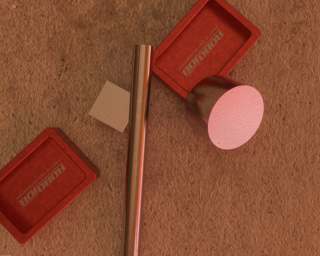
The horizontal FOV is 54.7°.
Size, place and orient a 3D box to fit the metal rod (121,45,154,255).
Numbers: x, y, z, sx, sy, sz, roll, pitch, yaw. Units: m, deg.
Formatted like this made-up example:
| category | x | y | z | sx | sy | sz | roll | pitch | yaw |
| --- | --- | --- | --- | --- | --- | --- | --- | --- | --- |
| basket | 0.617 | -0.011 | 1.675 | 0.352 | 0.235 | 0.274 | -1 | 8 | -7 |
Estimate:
| category | x | y | z | sx | sy | sz | roll | pitch | yaw |
| --- | --- | --- | --- | --- | --- | --- | --- | --- | --- |
| metal rod | -0.031 | 0.048 | 0.393 | 0.025 | 0.025 | 0.298 | 4 | 96 | -1 |

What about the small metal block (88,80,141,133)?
| category | x | y | z | sx | sy | sz | roll | pitch | yaw |
| --- | --- | --- | --- | --- | --- | --- | --- | --- | --- |
| small metal block | -0.058 | -0.028 | 0.409 | 0.050 | 0.025 | 0.050 | 29 | 90 | -1 |

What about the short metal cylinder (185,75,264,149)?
| category | x | y | z | sx | sy | sz | roll | pitch | yaw |
| --- | --- | --- | --- | --- | --- | --- | --- | --- | --- |
| short metal cylinder | 0.078 | -0.020 | 0.380 | 0.081 | 0.050 | 0.079 | -12 | 117 | -24 |

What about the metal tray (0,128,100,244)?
| category | x | y | z | sx | sy | sz | roll | pitch | yaw |
| --- | --- | --- | --- | --- | --- | --- | --- | --- | --- |
| metal tray | -0.156 | 0.073 | 0.405 | 0.130 | 0.030 | 0.090 | -43 | 91 | -1 |

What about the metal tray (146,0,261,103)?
| category | x | y | z | sx | sy | sz | roll | pitch | yaw |
| --- | --- | --- | --- | --- | --- | --- | --- | --- | --- |
| metal tray | 0.055 | -0.101 | 0.408 | 0.090 | 0.030 | 0.130 | 41 | 90 | -1 |
